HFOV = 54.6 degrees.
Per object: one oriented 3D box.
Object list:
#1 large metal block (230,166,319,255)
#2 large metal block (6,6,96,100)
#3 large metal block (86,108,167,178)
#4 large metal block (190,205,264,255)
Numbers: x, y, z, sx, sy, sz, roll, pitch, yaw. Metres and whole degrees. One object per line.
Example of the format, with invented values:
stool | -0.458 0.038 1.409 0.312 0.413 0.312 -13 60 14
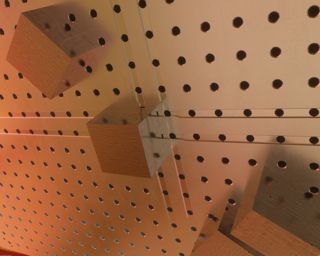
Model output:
large metal block | 0.140 0.105 0.367 0.080 0.080 0.050 31 128 8
large metal block | -0.146 -0.099 0.412 0.080 0.050 0.080 43 129 -2
large metal block | -0.044 0.019 0.431 0.080 0.050 0.080 2 120 27
large metal block | 0.103 0.171 0.447 0.080 0.050 0.080 34 129 5
